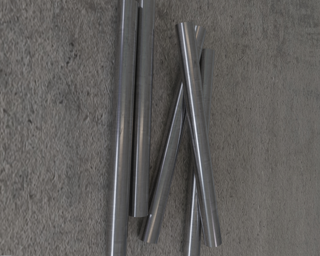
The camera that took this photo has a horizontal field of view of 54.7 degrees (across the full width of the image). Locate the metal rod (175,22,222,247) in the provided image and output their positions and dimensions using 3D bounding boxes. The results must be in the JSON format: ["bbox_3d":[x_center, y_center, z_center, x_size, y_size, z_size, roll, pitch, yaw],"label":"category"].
[{"bbox_3d":[0.053,0.014,0.414,0.025,0.025,0.298,-14,99,-39],"label":"metal rod"}]

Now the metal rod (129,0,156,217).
[{"bbox_3d":[-0.022,-0.042,0.385,0.025,0.025,0.298,3,88,-40],"label":"metal rod"}]

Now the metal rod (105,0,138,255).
[{"bbox_3d":[-0.045,-0.001,0.366,0.025,0.025,0.298,4,87,-40],"label":"metal rod"}]

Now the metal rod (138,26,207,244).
[{"bbox_3d":[0.020,0.000,0.421,0.025,0.025,0.299,23,76,-38],"label":"metal rod"}]

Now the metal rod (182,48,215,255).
[{"bbox_3d":[0.057,0.034,0.452,0.025,0.025,0.298,8,85,-40],"label":"metal rod"}]
